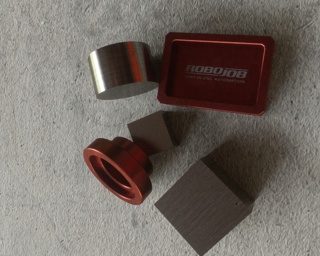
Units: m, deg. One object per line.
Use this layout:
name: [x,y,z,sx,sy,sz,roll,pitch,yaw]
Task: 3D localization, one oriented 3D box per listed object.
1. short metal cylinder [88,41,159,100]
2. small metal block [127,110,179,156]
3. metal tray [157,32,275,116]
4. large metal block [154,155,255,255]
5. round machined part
short metal cylinder: [-0.047,-0.071,0.396,0.080,0.080,0.050,-14,85,19]
small metal block: [-0.009,0.009,0.412,0.050,0.025,0.050,-22,83,18]
metal tray: [0.067,-0.067,0.382,0.130,0.030,0.089,9,93,19]
large metal block: [0.055,0.091,0.376,0.080,0.050,0.080,46,104,14]
round machined part: [-0.048,0.050,0.398,0.098,0.097,0.042,34,58,16]
